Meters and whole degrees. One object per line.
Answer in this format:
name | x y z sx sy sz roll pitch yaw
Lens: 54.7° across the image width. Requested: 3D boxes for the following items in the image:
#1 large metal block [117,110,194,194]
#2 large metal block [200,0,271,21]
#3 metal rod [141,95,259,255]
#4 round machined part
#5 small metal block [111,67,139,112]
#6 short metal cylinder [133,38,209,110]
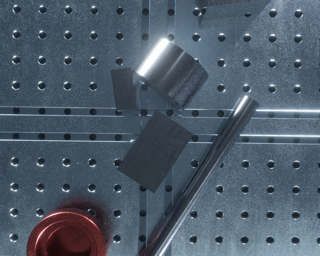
large metal block | -0.005 0.026 0.386 0.050 0.080 0.080 33 90 0
large metal block | 0.093 -0.192 0.401 0.080 0.050 0.080 -7 90 0
metal rod | 0.041 0.089 0.413 0.025 0.025 0.299 33 90 0
round machined part | -0.116 0.152 0.404 0.099 0.042 0.097 0 90 0
small metal block | -0.044 -0.047 0.400 0.025 0.050 0.050 -8 90 0
short metal cylinder | 0.013 -0.066 0.386 0.080 0.080 0.050 36 90 0
